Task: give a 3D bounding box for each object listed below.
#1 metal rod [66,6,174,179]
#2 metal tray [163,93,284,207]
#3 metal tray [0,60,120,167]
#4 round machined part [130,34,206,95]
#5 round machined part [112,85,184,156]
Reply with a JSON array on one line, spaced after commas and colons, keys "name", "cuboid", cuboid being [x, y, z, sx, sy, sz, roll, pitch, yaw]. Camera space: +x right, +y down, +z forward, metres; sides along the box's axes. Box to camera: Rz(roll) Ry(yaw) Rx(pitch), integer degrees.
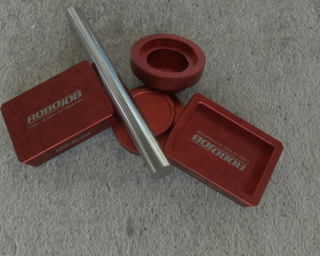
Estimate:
[{"name": "metal rod", "cuboid": [-0.064, -0.064, 0.397, 0.025, 0.025, 0.299, -26, 59, -9]}, {"name": "metal tray", "cuboid": [0.076, 0.027, 0.386, 0.130, 0.030, 0.090, 31, 72, 0]}, {"name": "metal tray", "cuboid": [-0.129, -0.019, 0.401, 0.130, 0.030, 0.090, -29, 70, -1]}, {"name": "round machined part", "cuboid": [0.009, -0.083, 0.419, 0.099, 0.042, 0.098, 4, 48, -5]}, {"name": "round machined part", "cuboid": [-0.015, -0.014, 0.406, 0.099, 0.042, 0.098, 0, 70, 0]}]
